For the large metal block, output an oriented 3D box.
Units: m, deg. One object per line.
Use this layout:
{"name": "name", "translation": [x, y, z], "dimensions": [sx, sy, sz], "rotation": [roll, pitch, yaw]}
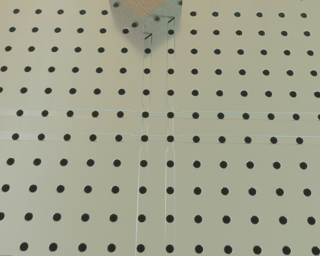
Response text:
{"name": "large metal block", "translation": [-0.023, -0.196, 0.470], "dimensions": [0.080, 0.050, 0.080], "rotation": [-39, 75, -13]}
